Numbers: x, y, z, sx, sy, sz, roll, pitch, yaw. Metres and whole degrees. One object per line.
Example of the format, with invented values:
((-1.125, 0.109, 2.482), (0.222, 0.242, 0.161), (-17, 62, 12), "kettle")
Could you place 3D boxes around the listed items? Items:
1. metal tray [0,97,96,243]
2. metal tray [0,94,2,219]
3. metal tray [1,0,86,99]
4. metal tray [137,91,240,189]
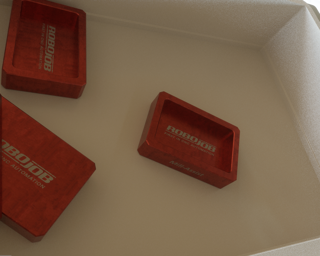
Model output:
((-0.142, 0.036, 0.304), (0.130, 0.030, 0.090), (37, 51, -4), "metal tray")
((-0.188, 0.022, 0.263), (0.091, 0.030, 0.130), (-8, 67, -10), "metal tray")
((-0.141, -0.104, 0.390), (0.091, 0.030, 0.130), (7, 59, -25), "metal tray")
((0.043, 0.016, 0.417), (0.131, 0.030, 0.090), (25, 53, -14), "metal tray")
